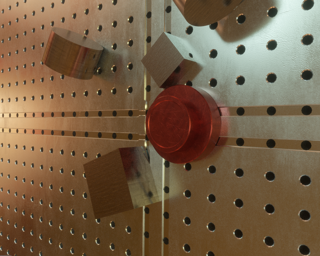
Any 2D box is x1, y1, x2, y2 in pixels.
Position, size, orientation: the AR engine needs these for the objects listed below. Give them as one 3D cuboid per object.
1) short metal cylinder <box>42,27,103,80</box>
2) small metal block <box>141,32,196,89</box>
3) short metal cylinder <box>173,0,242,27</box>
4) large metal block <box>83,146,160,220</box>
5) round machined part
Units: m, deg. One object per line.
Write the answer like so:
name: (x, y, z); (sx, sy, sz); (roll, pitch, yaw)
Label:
short metal cylinder: (-0.136, -0.116, 0.483); (0.080, 0.081, 0.050); (39, 114, 32)
small metal block: (0.010, -0.086, 0.400); (0.050, 0.025, 0.050); (-47, 63, 29)
short metal cylinder: (0.050, -0.157, 0.331); (0.080, 0.081, 0.050); (-42, 65, 32)
large metal block: (-0.056, 0.077, 0.437); (0.080, 0.050, 0.080); (-25, 74, 37)
round machined part: (0.021, -0.004, 0.379); (0.098, 0.042, 0.097); (0, 90, 40)
